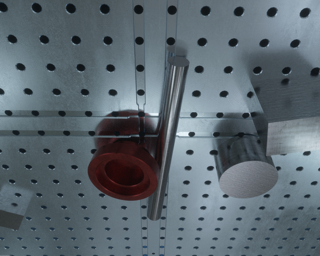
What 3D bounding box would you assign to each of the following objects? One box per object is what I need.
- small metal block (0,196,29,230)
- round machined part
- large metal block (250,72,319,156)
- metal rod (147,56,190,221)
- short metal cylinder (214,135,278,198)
[{"bbox_3d":[-0.261,0.147,0.533,0.050,0.025,0.050,21,127,-18],"label":"small metal block"},{"bbox_3d":[-0.049,0.056,0.441,0.099,0.042,0.097,5,130,7],"label":"round machined part"},{"bbox_3d":[0.156,-0.018,0.363,0.080,0.080,0.050,-8,130,6],"label":"large metal block"},{"bbox_3d":[0.005,0.038,0.444,0.025,0.025,0.298,4,130,-4],"label":"metal rod"},{"bbox_3d":[0.122,0.057,0.446,0.081,0.050,0.079,0,130,0],"label":"short metal cylinder"}]
